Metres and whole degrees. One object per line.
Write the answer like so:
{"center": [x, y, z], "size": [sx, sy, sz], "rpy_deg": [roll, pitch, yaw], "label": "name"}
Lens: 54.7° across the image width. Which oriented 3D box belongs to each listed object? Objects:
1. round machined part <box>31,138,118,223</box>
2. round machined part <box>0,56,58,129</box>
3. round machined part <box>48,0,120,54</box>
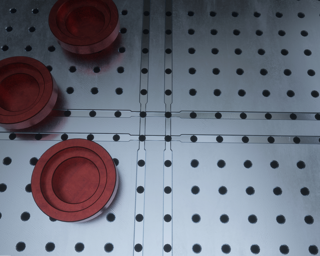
{"center": [-0.100, 0.065, 0.378], "size": [0.099, 0.042, 0.098], "rpy_deg": [0, 70, -1], "label": "round machined part"}
{"center": [-0.187, -0.044, 0.416], "size": [0.099, 0.042, 0.098], "rpy_deg": [0, 70, -1], "label": "round machined part"}
{"center": [-0.108, -0.150, 0.456], "size": [0.099, 0.042, 0.098], "rpy_deg": [0, 70, -1], "label": "round machined part"}
